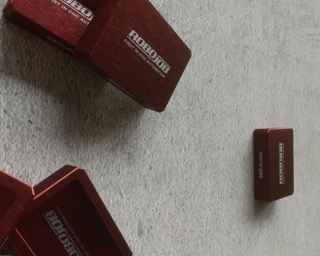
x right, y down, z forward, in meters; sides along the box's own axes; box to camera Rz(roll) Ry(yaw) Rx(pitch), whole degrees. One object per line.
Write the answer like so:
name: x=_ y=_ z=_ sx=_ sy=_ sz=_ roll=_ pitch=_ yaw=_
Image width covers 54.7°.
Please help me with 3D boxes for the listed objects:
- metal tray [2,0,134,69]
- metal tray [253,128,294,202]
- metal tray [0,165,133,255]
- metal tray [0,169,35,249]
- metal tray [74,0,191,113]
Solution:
metal tray: x=-0.082 y=-0.123 z=0.331 sx=0.131 sy=0.030 sz=0.090 roll=28 pitch=73 yaw=-37
metal tray: x=0.215 y=0.065 z=0.581 sx=0.091 sy=0.030 sz=0.129 roll=-2 pitch=91 yaw=-40
metal tray: x=-0.094 y=0.115 z=0.322 sx=0.091 sy=0.030 sz=0.129 roll=-37 pitch=113 yaw=-34
metal tray: x=-0.171 y=0.083 z=0.235 sx=0.090 sy=0.030 sz=0.130 roll=32 pitch=68 yaw=-10
metal tray: x=-0.023 y=-0.084 z=0.352 sx=0.130 sy=0.030 sz=0.090 roll=34 pitch=79 yaw=-50
